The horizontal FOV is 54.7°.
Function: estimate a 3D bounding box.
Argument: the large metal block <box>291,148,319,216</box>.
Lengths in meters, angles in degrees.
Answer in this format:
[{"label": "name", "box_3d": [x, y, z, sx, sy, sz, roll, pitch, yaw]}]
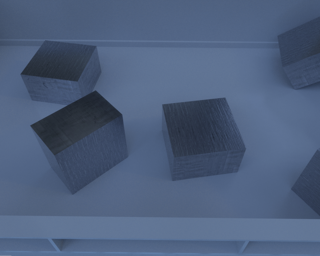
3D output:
[{"label": "large metal block", "box_3d": [0.196, 0.061, 0.319, 0.050, 0.080, 0.080, -28, 56, -21]}]

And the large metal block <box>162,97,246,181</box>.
[{"label": "large metal block", "box_3d": [0.049, 0.012, 0.379, 0.081, 0.050, 0.080, -7, 50, -6]}]

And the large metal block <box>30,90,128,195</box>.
[{"label": "large metal block", "box_3d": [-0.087, 0.017, 0.354, 0.080, 0.080, 0.050, -34, 58, -25]}]

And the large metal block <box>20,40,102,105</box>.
[{"label": "large metal block", "box_3d": [-0.141, -0.081, 0.456, 0.080, 0.050, 0.080, 8, 51, 7]}]

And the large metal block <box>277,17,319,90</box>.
[{"label": "large metal block", "box_3d": [0.228, -0.114, 0.462, 0.080, 0.050, 0.080, -20, 41, 32]}]
